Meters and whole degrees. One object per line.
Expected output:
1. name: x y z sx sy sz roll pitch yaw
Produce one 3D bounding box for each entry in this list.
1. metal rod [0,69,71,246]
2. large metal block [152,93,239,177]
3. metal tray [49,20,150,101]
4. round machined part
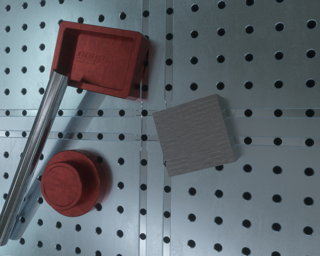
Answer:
1. metal rod: -0.197 0.053 0.463 0.025 0.025 0.298 31 106 17
2. large metal block: 0.046 0.010 0.383 0.080 0.050 0.080 -16 85 19
3. metal tray: -0.088 -0.096 0.439 0.130 0.030 0.089 14 95 19
4. round machined part: -0.131 0.081 0.448 0.098 0.042 0.097 0 90 19
